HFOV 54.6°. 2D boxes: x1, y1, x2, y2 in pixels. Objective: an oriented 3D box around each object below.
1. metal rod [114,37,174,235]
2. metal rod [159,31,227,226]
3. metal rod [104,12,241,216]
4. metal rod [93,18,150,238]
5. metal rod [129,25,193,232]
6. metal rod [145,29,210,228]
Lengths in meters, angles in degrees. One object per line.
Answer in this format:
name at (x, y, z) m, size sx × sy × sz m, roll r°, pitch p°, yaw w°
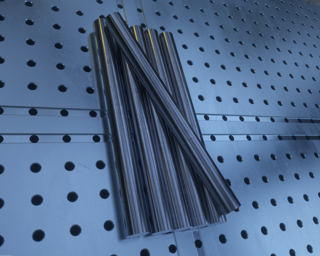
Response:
metal rod at (-0.028, -0.018, 0.402) m, size 0.025 × 0.025 × 0.299 m, roll 1°, pitch 61°, yaw -28°
metal rod at (0.039, -0.016, 0.439) m, size 0.025 × 0.025 × 0.299 m, roll 1°, pitch 61°, yaw -28°
metal rod at (0.009, -0.028, 0.397) m, size 0.025 × 0.025 × 0.299 m, roll -21°, pitch 73°, yaw -36°
metal rod at (-0.054, -0.019, 0.389) m, size 0.025 × 0.025 × 0.299 m, roll 1°, pitch 61°, yaw -28°
metal rod at (-0.006, -0.017, 0.414) m, size 0.025 × 0.025 × 0.299 m, roll 1°, pitch 61°, yaw -28°
metal rod at (0.016, -0.016, 0.427) m, size 0.025 × 0.025 × 0.299 m, roll 1°, pitch 61°, yaw -28°
